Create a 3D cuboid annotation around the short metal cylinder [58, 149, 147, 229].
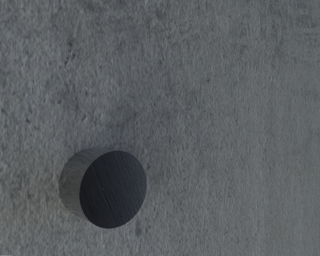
[{"bbox_3d":[-0.062,0.063,0.338,0.081,0.050,0.079,0,90,-40],"label":"short metal cylinder"}]
